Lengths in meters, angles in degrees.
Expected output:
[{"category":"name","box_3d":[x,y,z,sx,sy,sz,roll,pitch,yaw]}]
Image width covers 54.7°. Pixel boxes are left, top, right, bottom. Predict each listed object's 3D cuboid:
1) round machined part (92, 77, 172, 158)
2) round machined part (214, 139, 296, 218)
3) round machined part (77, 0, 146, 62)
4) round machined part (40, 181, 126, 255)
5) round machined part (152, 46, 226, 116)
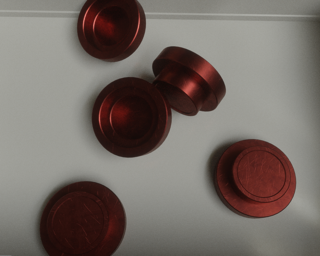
[{"category":"round machined part","box_3d":[-0.032,-0.013,0.392,0.098,0.042,0.097,0,89,16]},{"category":"round machined part","box_3d":[0.119,0.060,0.380,0.099,0.042,0.098,0,70,-1]},{"category":"round machined part","box_3d":[-0.064,-0.141,0.438,0.098,0.042,0.097,0,89,22]},{"category":"round machined part","box_3d":[-0.090,0.110,0.359,0.099,0.042,0.098,0,70,-1]},{"category":"round machined part","box_3d":[0.029,-0.052,0.391,0.098,0.098,0.042,33,73,11]}]
